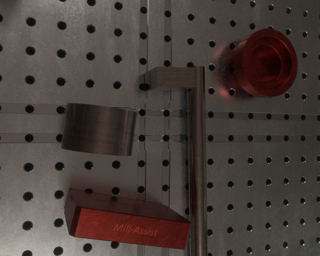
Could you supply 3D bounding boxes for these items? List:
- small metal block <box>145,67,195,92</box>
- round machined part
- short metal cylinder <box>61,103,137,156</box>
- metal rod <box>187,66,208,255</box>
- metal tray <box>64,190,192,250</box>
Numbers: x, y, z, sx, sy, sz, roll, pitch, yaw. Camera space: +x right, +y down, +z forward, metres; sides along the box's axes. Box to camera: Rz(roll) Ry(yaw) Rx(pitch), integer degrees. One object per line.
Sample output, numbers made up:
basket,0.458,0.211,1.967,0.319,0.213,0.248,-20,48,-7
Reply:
small metal block,0.012,-0.063,0.405,0.050,0.050,0.025,-2,91,-20
round machined part,0.151,-0.093,0.461,0.099,0.042,0.097,0,90,-21
short metal cylinder,-0.070,0.002,0.358,0.081,0.080,0.050,8,88,-20
metal rod,0.052,0.065,0.433,0.025,0.025,0.298,-1,91,-20
metal tray,-0.040,0.105,0.364,0.131,0.090,0.030,15,85,-20
